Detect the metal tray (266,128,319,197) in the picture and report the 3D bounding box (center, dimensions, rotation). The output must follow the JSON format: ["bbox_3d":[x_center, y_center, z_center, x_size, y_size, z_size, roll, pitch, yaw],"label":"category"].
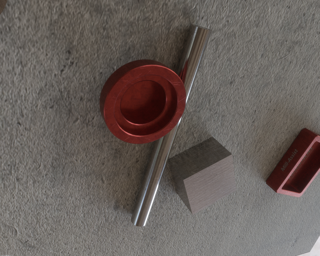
[{"bbox_3d":[0.275,0.070,0.601,0.091,0.030,0.129,17,109,-36],"label":"metal tray"}]

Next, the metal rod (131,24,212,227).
[{"bbox_3d":[0.008,0.013,0.420,0.025,0.025,0.298,3,117,-30],"label":"metal rod"}]

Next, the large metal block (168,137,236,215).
[{"bbox_3d":[0.065,0.073,0.474,0.080,0.050,0.080,-26,128,-13],"label":"large metal block"}]

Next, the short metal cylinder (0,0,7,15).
[{"bbox_3d":[-0.159,-0.117,0.232,0.081,0.050,0.079,-14,125,-21],"label":"short metal cylinder"}]

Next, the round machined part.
[{"bbox_3d":[-0.022,-0.033,0.363,0.099,0.042,0.097,-13,123,-20],"label":"round machined part"}]
